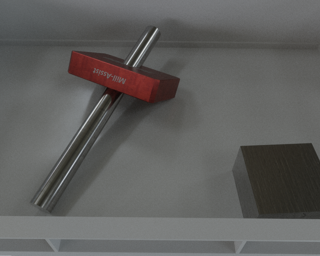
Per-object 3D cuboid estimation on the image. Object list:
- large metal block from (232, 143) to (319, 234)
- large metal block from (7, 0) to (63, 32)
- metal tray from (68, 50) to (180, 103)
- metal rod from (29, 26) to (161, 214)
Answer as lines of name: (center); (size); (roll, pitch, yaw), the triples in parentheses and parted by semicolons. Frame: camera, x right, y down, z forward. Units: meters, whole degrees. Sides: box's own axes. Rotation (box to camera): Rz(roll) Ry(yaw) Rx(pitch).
large metal block: (0.131, 0.065, 0.336); (0.081, 0.050, 0.080); (-2, 50, -2)
large metal block: (-0.235, -0.236, 0.567); (0.080, 0.080, 0.050); (27, 55, 20)
metal tray: (-0.048, -0.073, 0.432); (0.130, 0.030, 0.090); (21, 17, 16)
metal rod: (-0.070, -0.031, 0.405); (0.025, 0.025, 0.300); (19, 60, 14)
